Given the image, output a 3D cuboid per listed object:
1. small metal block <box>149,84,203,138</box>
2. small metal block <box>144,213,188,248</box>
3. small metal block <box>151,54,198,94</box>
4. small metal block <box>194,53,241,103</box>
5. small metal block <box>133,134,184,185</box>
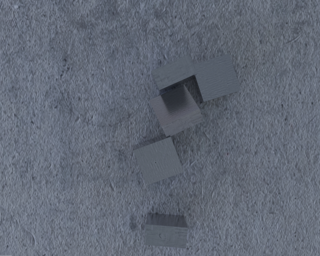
[{"bbox_3d":[0.020,-0.022,0.397,0.050,0.025,0.050,-25,49,0],"label":"small metal block"},{"bbox_3d":[0.007,0.130,0.398,0.050,0.050,0.025,5,90,0],"label":"small metal block"},{"bbox_3d":[0.017,-0.067,0.397,0.050,0.050,0.025,-24,90,0],"label":"small metal block"},{"bbox_3d":[0.073,-0.065,0.410,0.050,0.025,0.050,-18,90,0],"label":"small metal block"},{"bbox_3d":[-0.002,0.040,0.405,0.050,0.025,0.050,-20,102,0],"label":"small metal block"}]
